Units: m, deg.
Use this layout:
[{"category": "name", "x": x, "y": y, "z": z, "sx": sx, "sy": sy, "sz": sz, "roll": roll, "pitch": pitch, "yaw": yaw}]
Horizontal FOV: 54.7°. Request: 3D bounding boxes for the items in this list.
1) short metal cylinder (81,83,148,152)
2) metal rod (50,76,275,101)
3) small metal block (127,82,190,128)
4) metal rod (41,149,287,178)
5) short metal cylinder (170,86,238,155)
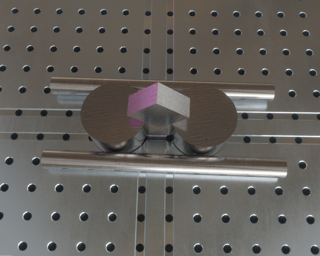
[{"category": "short metal cylinder", "x": -0.056, "y": -0.011, "z": 0.398, "sx": 0.081, "sy": 0.050, "sz": 0.080, "roll": 0, "pitch": 70, "yaw": 0}, {"category": "metal rod", "x": 0.003, "y": -0.054, "z": 0.428, "sx": 0.302, "sy": 0.025, "sz": 0.025, "roll": 2, "pitch": 70, "yaw": 0}, {"category": "small metal block", "x": -0.001, "y": -0.024, "z": 0.355, "sx": 0.050, "sy": 0.050, "sz": 0.025, "roll": 21, "pitch": 63, "yaw": -39}, {"category": "metal rod", "x": 0.005, "y": 0.045, "z": 0.392, "sx": 0.302, "sy": 0.025, "sz": 0.025, "roll": 2, "pitch": 70, "yaw": 0}, {"category": "short metal cylinder", "x": 0.054, "y": -0.007, "z": 0.398, "sx": 0.081, "sy": 0.050, "sz": 0.080, "roll": 0, "pitch": 70, "yaw": 0}]
